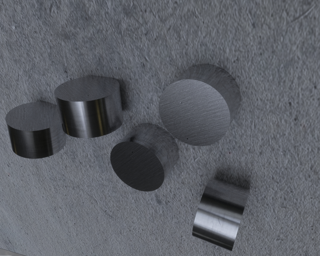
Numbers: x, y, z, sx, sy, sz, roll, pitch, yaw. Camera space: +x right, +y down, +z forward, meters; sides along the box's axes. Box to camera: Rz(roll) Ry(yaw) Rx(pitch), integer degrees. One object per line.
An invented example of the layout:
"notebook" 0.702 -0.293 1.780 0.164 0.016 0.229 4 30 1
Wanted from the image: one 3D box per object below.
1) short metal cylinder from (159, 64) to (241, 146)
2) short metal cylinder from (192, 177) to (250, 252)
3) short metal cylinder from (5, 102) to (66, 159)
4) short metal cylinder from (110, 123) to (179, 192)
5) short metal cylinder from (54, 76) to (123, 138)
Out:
"short metal cylinder" 0.046 -0.026 0.350 0.080 0.050 0.079 13 124 21
"short metal cylinder" 0.079 0.109 0.397 0.050 0.080 0.079 16 125 19
"short metal cylinder" -0.186 0.002 0.471 0.080 0.080 0.050 19 126 17
"short metal cylinder" -0.020 0.040 0.426 0.080 0.050 0.079 13 124 21
"short metal cylinder" -0.090 -0.029 0.401 0.080 0.080 0.050 11 123 22
